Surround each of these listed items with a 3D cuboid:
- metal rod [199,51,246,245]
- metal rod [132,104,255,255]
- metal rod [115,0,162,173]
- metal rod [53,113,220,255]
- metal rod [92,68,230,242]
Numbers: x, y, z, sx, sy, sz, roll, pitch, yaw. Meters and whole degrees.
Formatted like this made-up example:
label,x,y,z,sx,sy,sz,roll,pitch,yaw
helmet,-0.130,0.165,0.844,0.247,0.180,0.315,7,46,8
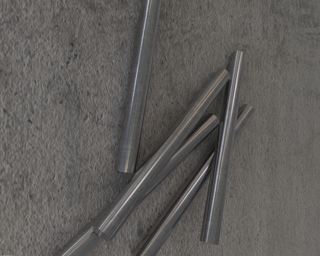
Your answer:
label,x,y,z,sx,sy,sz,roll,pitch,yaw
metal rod,0.097,0.015,0.459,0.025,0.025,0.299,31,63,-36
metal rod,0.063,0.066,0.457,0.301,0.025,0.025,-48,119,-29
metal rod,-0.020,-0.094,0.387,0.025,0.025,0.299,14,81,-39
metal rod,-0.018,0.070,0.389,0.302,0.025,0.025,-40,115,-33
metal rod,0.019,0.013,0.403,0.301,0.025,0.025,-51,120,-34
